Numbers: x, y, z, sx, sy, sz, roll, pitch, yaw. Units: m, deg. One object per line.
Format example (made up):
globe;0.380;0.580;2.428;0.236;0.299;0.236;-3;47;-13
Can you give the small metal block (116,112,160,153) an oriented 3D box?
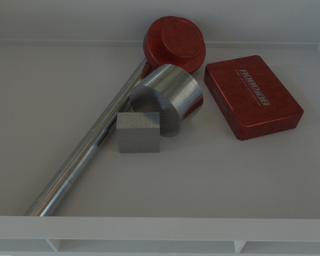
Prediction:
small metal block;-0.026;0.006;0.383;0.050;0.050;0.025;-1;50;-1

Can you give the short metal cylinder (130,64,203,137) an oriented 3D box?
short metal cylinder;0.008;-0.035;0.399;0.080;0.080;0.050;29;56;22

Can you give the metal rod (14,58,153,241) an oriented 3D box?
metal rod;-0.076;0.002;0.401;0.025;0.025;0.301;19;52;15

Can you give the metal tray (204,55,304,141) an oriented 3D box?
metal tray;0.128;-0.048;0.444;0.091;0.030;0.130;-12;51;-11

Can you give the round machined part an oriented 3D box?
round machined part;0.027;-0.128;0.473;0.099;0.042;0.098;6;74;-20
